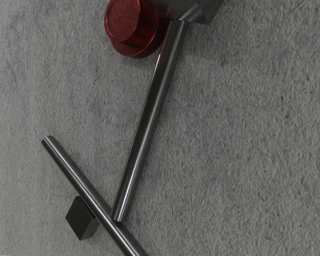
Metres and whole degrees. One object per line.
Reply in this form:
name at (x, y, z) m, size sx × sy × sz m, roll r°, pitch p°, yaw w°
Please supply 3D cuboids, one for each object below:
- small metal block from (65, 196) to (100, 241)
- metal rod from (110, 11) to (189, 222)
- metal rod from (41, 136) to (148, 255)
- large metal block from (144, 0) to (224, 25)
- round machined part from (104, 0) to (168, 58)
small metal block at (-0.123, 0.145, 0.504) m, size 0.050 × 0.025 × 0.050 m, roll 44°, pitch 116°, yaw 31°
metal rod at (-0.016, -0.008, 0.416) m, size 0.025 × 0.025 × 0.298 m, roll 28°, pitch 107°, yaw 36°
metal rod at (-0.111, 0.109, 0.493) m, size 0.300 × 0.025 × 0.025 m, roll 42°, pitch 115°, yaw 31°
large metal block at (0.032, -0.168, 0.343) m, size 0.080 × 0.050 × 0.080 m, roll 25°, pitch 82°, yaw 37°
round machined part at (-0.039, -0.148, 0.424) m, size 0.098 × 0.042 × 0.097 m, roll 0°, pitch 90°, yaw 39°
